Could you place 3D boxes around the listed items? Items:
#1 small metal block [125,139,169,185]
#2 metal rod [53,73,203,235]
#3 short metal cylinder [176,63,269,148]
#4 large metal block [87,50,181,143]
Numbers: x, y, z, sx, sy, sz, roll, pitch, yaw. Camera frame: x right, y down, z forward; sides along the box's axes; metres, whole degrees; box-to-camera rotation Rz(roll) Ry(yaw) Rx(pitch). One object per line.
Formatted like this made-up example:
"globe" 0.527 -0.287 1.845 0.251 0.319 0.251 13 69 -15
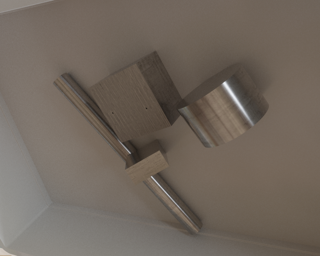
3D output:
"small metal block" -0.018 0.044 0.416 0.050 0.050 0.025 -30 104 4
"metal rod" -0.043 0.042 0.455 0.300 0.025 0.025 49 128 -7
"short metal cylinder" 0.064 -0.024 0.324 0.080 0.080 0.050 -29 103 37
"large metal block" -0.027 -0.037 0.383 0.080 0.050 0.080 -19 109 35
